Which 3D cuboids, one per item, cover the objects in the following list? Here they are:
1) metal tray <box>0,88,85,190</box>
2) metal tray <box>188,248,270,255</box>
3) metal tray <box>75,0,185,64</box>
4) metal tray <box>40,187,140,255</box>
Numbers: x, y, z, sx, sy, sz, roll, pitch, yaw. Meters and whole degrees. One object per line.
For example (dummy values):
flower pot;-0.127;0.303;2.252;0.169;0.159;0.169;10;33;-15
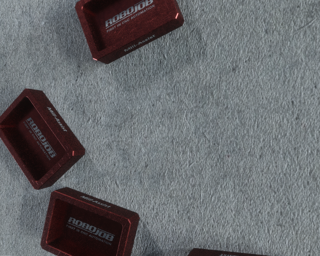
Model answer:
metal tray;-0.185;0.016;0.471;0.090;0.030;0.130;-42;77;15
metal tray;0.098;0.200;0.371;0.130;0.030;0.089;-2;89;19
metal tray;-0.043;-0.155;0.421;0.130;0.030;0.090;-23;83;18
metal tray;-0.102;0.148;0.442;0.130;0.030;0.089;15;95;19
